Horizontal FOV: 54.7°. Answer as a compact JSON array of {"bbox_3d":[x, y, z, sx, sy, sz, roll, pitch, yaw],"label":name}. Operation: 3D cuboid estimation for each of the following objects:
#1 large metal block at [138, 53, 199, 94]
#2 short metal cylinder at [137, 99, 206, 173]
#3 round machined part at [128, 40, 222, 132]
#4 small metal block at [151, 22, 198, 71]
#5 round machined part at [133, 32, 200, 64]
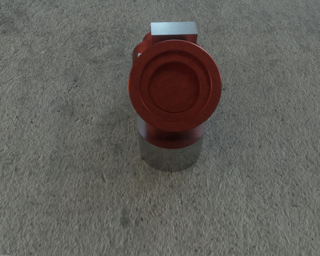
[{"bbox_3d":[0.013,-0.052,0.412,0.081,0.080,0.050,-2,50,-2],"label":"large metal block"},{"bbox_3d":[0.013,0.008,0.383,0.081,0.050,0.080,0,50,0],"label":"short metal cylinder"},{"bbox_3d":[0.016,-0.044,0.345,0.099,0.042,0.097,0,88,-2],"label":"round machined part"},{"bbox_3d":[0.015,-0.095,0.364,0.050,0.050,0.025,-2,50,-2],"label":"small metal block"},{"bbox_3d":[0.010,-0.106,0.441,0.099,0.098,0.042,-2,75,-2],"label":"round machined part"}]
